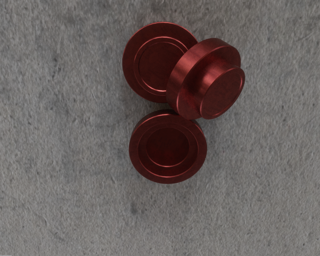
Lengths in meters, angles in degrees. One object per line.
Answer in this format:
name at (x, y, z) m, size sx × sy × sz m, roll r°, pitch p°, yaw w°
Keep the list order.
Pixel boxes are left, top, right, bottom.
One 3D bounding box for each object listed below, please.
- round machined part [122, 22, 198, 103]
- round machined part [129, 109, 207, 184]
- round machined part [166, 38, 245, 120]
round machined part at (0.004, -0.077, 0.373) m, size 0.099 × 0.042 × 0.097 m, roll 0°, pitch 110°, yaw -1°
round machined part at (0.010, 0.021, 0.408) m, size 0.099 × 0.042 × 0.097 m, roll 0°, pitch 111°, yaw 0°
round machined part at (0.058, -0.049, 0.355) m, size 0.099 × 0.042 × 0.097 m, roll -29°, pitch 143°, yaw -24°
